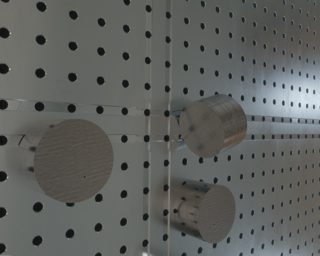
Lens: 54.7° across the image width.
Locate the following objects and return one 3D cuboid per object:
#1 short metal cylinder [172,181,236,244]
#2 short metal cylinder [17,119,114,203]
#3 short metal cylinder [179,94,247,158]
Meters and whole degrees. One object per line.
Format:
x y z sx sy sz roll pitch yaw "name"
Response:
0.064 0.119 0.446 0.081 0.050 0.079 0 90 -40 "short metal cylinder"
-0.095 0.031 0.313 0.081 0.050 0.079 0 90 -40 "short metal cylinder"
0.073 -0.004 0.434 0.050 0.080 0.079 -20 103 -38 "short metal cylinder"
